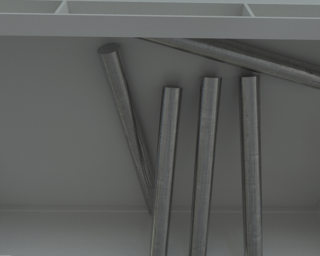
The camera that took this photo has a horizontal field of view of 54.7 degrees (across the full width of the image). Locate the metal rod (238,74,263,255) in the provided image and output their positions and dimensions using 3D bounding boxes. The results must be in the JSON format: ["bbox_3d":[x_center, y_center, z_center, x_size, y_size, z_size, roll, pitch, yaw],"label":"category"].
[{"bbox_3d":[0.119,0.081,0.402,0.025,0.025,0.298,-5,106,4],"label":"metal rod"}]

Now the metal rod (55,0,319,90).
[{"bbox_3d":[0.045,-0.089,0.332,0.302,0.025,0.025,13,129,-11],"label":"metal rod"}]

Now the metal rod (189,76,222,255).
[{"bbox_3d":[0.055,0.083,0.402,0.025,0.025,0.298,2,106,-2],"label":"metal rod"}]

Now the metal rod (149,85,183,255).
[{"bbox_3d":[0.004,0.095,0.407,0.025,0.025,0.298,4,105,-3],"label":"metal rod"}]

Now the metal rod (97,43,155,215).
[{"bbox_3d":[-0.032,0.026,0.430,0.025,0.025,0.298,-7,130,6],"label":"metal rod"}]
